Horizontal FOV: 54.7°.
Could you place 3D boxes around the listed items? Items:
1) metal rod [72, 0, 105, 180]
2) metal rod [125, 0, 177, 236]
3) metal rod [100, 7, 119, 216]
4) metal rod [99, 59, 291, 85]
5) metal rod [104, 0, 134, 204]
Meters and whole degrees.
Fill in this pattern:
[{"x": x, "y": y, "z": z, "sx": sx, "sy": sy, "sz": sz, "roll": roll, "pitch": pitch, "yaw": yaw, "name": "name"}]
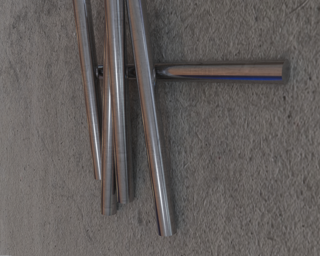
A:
[{"x": -0.102, "y": -0.071, "z": 0.458, "sx": 0.025, "sy": 0.025, "sz": 0.298, "roll": 2, "pitch": 101, "yaw": 40, "name": "metal rod"}, {"x": -0.010, "y": -0.014, "z": 0.389, "sx": 0.025, "sy": 0.025, "sz": 0.298, "roll": -5, "pitch": 94, "yaw": 40, "name": "metal rod"}, {"x": -0.069, "y": -0.018, "z": 0.438, "sx": 0.025, "sy": 0.025, "sz": 0.298, "roll": 14, "pitch": 106, "yaw": 39, "name": "metal rod"}, {"x": 0.009, "y": -0.072, "z": 0.397, "sx": 0.300, "sy": 0.025, "sz": 0.025, "roll": 9, "pitch": 96, "yaw": 39, "name": "metal rod"}, {"x": -0.053, "y": -0.041, "z": 0.410, "sx": 0.025, "sy": 0.025, "sz": 0.298, "roll": 11, "pitch": 109, "yaw": 39, "name": "metal rod"}]
